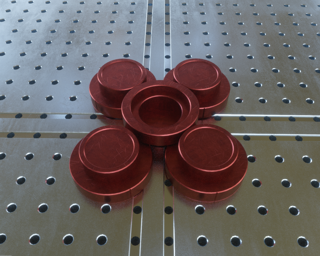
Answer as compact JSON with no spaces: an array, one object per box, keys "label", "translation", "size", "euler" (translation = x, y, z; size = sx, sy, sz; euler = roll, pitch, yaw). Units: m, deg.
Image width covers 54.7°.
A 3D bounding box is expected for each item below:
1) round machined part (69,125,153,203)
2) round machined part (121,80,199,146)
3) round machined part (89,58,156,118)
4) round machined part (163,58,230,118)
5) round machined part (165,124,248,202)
[{"label":"round machined part","translation":[-0.058,0.035,0.367],"size":[0.099,0.042,0.098],"euler":[0,50,0]},{"label":"round machined part","translation":[0.001,-0.015,0.407],"size":[0.099,0.042,0.098],"euler":[0,50,0]},{"label":"round machined part","translation":[-0.053,-0.063,0.448],"size":[0.099,0.042,0.098],"euler":[0,50,0]},{"label":"round machined part","translation":[0.053,-0.064,0.450],"size":[0.099,0.042,0.098],"euler":[0,50,0]},{"label":"round machined part","translation":[0.055,0.034,0.368],"size":[0.099,0.042,0.098],"euler":[0,50,0]}]
